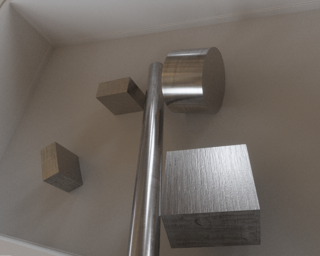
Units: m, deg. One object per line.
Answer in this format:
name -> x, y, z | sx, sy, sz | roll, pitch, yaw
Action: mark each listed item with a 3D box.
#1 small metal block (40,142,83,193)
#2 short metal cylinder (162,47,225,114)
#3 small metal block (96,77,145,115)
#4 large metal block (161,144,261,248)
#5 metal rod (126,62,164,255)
small metal block -> -0.135, 0.054, 0.425 | 0.025, 0.050, 0.050 | -29, 52, 10
short metal cylinder -> 0.044, -0.057, 0.382 | 0.050, 0.080, 0.080 | 4, 64, 29
small metal block -> -0.055, -0.044, 0.444 | 0.050, 0.050, 0.025 | -7, 59, 24
large metal block -> 0.048, 0.064, 0.298 | 0.080, 0.050, 0.080 | -6, 36, 10
metal rod -> -0.009, 0.007, 0.346 | 0.025, 0.025, 0.300 | -19, 36, 17
